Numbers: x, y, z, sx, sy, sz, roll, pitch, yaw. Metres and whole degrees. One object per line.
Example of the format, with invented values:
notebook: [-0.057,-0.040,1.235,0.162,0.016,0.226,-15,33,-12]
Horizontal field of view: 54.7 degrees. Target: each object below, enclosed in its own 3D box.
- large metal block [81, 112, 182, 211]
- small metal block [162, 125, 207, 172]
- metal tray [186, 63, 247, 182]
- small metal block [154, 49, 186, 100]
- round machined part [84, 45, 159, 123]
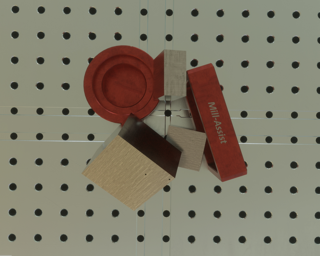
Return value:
large metal block: [-0.033,0.042,0.378,0.080,0.050,0.080,39,122,-11]
small metal block: [0.033,0.026,0.409,0.050,0.025,0.050,12,94,10]
metal tray: [0.063,-0.006,0.382,0.030,0.090,0.129,-18,90,0]
small metal block: [0.010,-0.059,0.360,0.025,0.050,0.050,0,89,-14]
round machined part: [-0.046,-0.054,0.404,0.099,0.042,0.097,0,90,-1]
